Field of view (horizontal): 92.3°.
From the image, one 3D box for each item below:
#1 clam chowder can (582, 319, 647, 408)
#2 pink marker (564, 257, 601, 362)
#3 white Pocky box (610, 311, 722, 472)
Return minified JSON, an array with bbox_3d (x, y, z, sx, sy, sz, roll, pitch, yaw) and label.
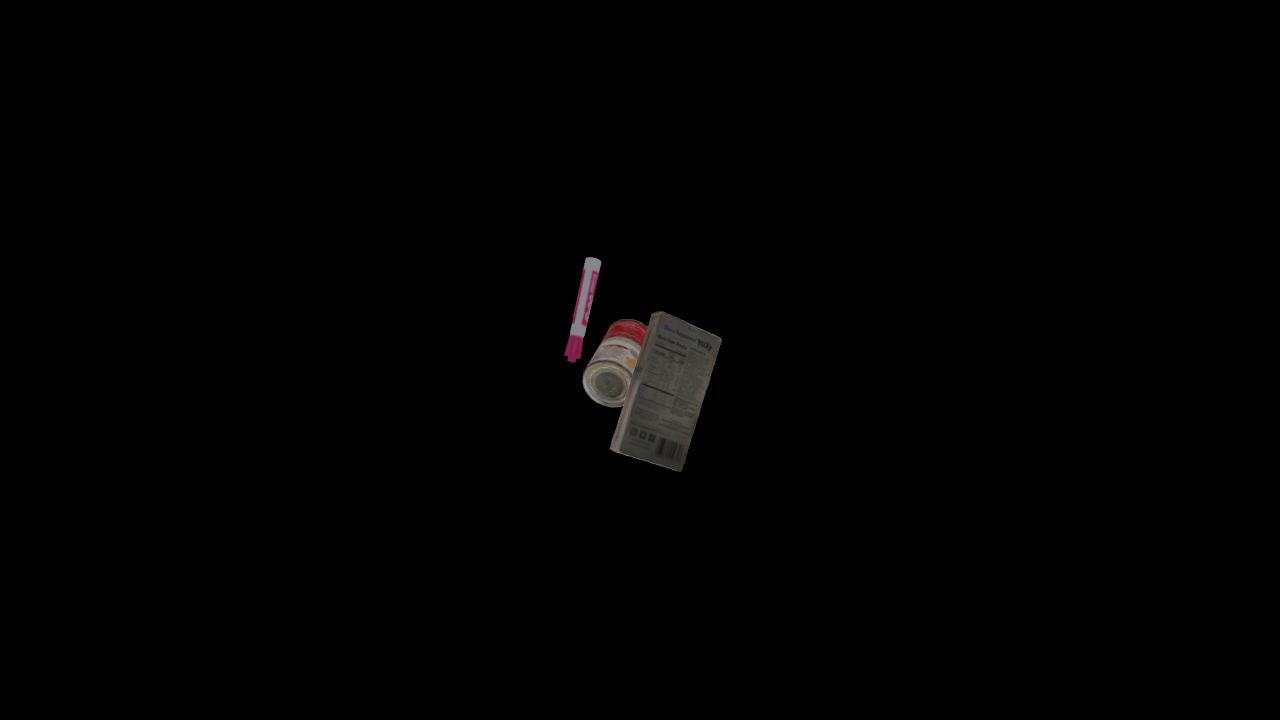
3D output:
[{"bbox_3d":[-0.024,0.003,0.752,0.068,0.068,0.102,0,31,17],"label":"clam chowder can"},{"bbox_3d":[-0.065,-0.056,0.692,0.020,0.121,0.020,11,-11,2],"label":"pink marker"},{"bbox_3d":[0.029,0.034,0.656,0.084,0.154,0.028,22,-10,-26],"label":"white Pocky box"}]
